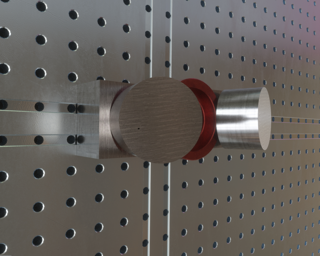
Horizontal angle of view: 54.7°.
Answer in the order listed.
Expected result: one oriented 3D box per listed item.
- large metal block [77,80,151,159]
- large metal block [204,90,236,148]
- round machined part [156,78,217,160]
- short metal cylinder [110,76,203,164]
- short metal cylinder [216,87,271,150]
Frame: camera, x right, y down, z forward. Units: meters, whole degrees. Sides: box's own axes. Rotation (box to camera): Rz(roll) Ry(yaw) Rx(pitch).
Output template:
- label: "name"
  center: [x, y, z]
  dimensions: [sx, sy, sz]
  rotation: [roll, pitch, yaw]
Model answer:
- label: "large metal block"
  center: [-0.046, -0.008, 0.354]
  dimensions: [0.081, 0.050, 0.080]
  rotation: [1, 90, -40]
- label: "large metal block"
  center: [0.070, -0.013, 0.451]
  dimensions: [0.081, 0.050, 0.080]
  rotation: [-1, 91, -40]
- label: "round machined part"
  center: [0.028, -0.011, 0.383]
  dimensions: [0.099, 0.042, 0.097]
  rotation: [0, 90, -40]
- label: "short metal cylinder"
  center: [-0.006, -0.008, 0.306]
  dimensions: [0.081, 0.050, 0.079]
  rotation: [0, 91, -19]
- label: "short metal cylinder"
  center: [0.111, -0.012, 0.404]
  dimensions: [0.080, 0.050, 0.080]
  rotation: [1, 89, -60]
